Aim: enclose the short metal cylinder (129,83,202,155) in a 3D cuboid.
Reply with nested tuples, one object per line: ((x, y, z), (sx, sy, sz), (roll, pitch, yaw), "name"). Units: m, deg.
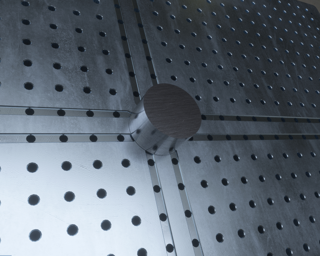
((0.006, -0.011, 0.403), (0.081, 0.050, 0.080), (14, 56, -21), "short metal cylinder")
